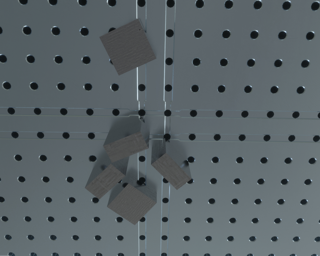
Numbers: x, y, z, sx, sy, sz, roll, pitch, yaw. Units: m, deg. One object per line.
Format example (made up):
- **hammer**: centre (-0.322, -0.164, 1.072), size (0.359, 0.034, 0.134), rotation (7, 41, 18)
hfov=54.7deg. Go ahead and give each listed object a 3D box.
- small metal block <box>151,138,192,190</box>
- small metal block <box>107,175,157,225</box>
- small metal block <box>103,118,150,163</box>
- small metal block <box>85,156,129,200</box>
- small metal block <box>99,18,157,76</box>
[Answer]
- **small metal block**: centre (0.015, 0.047, 0.418), size (0.025, 0.050, 0.050), rotation (-40, 106, 13)
- **small metal block**: centre (-0.040, 0.105, 0.452), size (0.050, 0.025, 0.050), rotation (38, 105, -13)
- **small metal block**: centre (-0.042, 0.015, 0.405), size (0.050, 0.050, 0.025), rotation (-22, 109, 7)
- **small metal block**: centre (-0.071, 0.061, 0.422), size (0.050, 0.050, 0.025), rotation (-43, 105, 14)
- **small metal block**: centre (-0.038, -0.099, 0.377), size (0.050, 0.025, 0.050), rotation (-23, 109, 8)
